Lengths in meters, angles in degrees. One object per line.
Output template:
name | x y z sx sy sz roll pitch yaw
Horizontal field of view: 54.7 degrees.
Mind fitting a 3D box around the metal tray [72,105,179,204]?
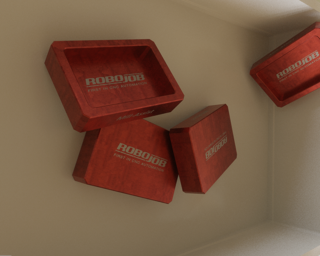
metal tray | -0.031 0.036 0.380 0.131 0.030 0.090 24 75 -38

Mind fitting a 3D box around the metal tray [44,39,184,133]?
metal tray | -0.045 -0.052 0.340 0.131 0.030 0.090 -15 70 -39

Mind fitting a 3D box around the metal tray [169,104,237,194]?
metal tray | 0.067 0.025 0.440 0.131 0.030 0.089 -29 110 -53

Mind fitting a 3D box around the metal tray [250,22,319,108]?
metal tray | 0.231 -0.101 0.519 0.090 0.129 0.030 46 43 -11
